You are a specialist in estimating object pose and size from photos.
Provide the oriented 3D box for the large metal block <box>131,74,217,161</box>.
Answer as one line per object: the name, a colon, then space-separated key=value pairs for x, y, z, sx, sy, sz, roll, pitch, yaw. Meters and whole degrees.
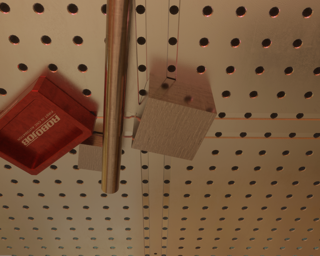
large metal block: x=0.014 y=-0.012 z=0.385 sx=0.081 sy=0.050 sz=0.079 roll=13 pitch=129 yaw=-11

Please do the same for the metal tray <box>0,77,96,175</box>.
metal tray: x=-0.161 y=0.003 z=0.409 sx=0.130 sy=0.030 sz=0.090 roll=-33 pitch=123 yaw=25

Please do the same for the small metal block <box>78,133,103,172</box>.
small metal block: x=-0.088 y=0.035 z=0.441 sx=0.050 sy=0.025 sz=0.050 roll=9 pitch=130 yaw=-8

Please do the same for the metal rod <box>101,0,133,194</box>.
metal rod: x=-0.052 y=-0.038 z=0.358 sx=0.025 sy=0.025 sz=0.298 roll=5 pitch=124 yaw=-5
